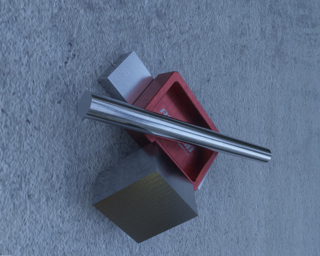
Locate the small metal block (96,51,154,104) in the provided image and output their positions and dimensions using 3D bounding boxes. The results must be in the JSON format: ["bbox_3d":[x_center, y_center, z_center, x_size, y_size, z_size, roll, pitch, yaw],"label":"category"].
[{"bbox_3d":[-0.039,-0.056,0.375,0.050,0.025,0.050,52,59,-28],"label":"small metal block"}]

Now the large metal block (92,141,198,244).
[{"bbox_3d":[-0.015,0.074,0.349,0.080,0.080,0.050,51,18,-28],"label":"large metal block"}]

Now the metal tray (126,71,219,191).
[{"bbox_3d":[0.022,0.006,0.390,0.130,0.030,0.090,51,60,-28],"label":"metal tray"}]

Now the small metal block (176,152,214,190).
[{"bbox_3d":[0.045,0.053,0.446,0.050,0.025,0.050,46,62,-31],"label":"small metal block"}]

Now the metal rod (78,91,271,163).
[{"bbox_3d":[0.045,0.010,0.374,0.302,0.025,0.025,16,80,-39],"label":"metal rod"}]
